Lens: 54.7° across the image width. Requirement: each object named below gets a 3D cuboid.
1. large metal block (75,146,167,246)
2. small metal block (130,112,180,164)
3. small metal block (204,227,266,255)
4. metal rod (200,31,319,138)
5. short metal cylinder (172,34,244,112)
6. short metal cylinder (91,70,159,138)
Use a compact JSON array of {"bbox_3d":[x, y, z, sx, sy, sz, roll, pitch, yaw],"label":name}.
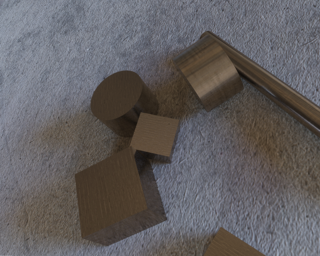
[{"bbox_3d":[-0.048,0.080,0.363,0.080,0.050,0.080,-27,52,11],"label":"large metal block"},{"bbox_3d":[-0.005,0.012,0.389,0.050,0.025,0.050,12,66,11],"label":"small metal block"},{"bbox_3d":[0.068,0.130,0.289,0.050,0.025,0.050,26,76,37],"label":"small metal block"},{"bbox_3d":[0.140,-0.038,0.353,0.025,0.025,0.300,-40,51,1],"label":"metal rod"},{"bbox_3d":[0.058,-0.066,0.379,0.050,0.080,0.080,-34,51,6],"label":"short metal cylinder"},{"bbox_3d":[-0.049,-0.033,0.434,0.080,0.050,0.080,-13,56,21],"label":"short metal cylinder"}]
